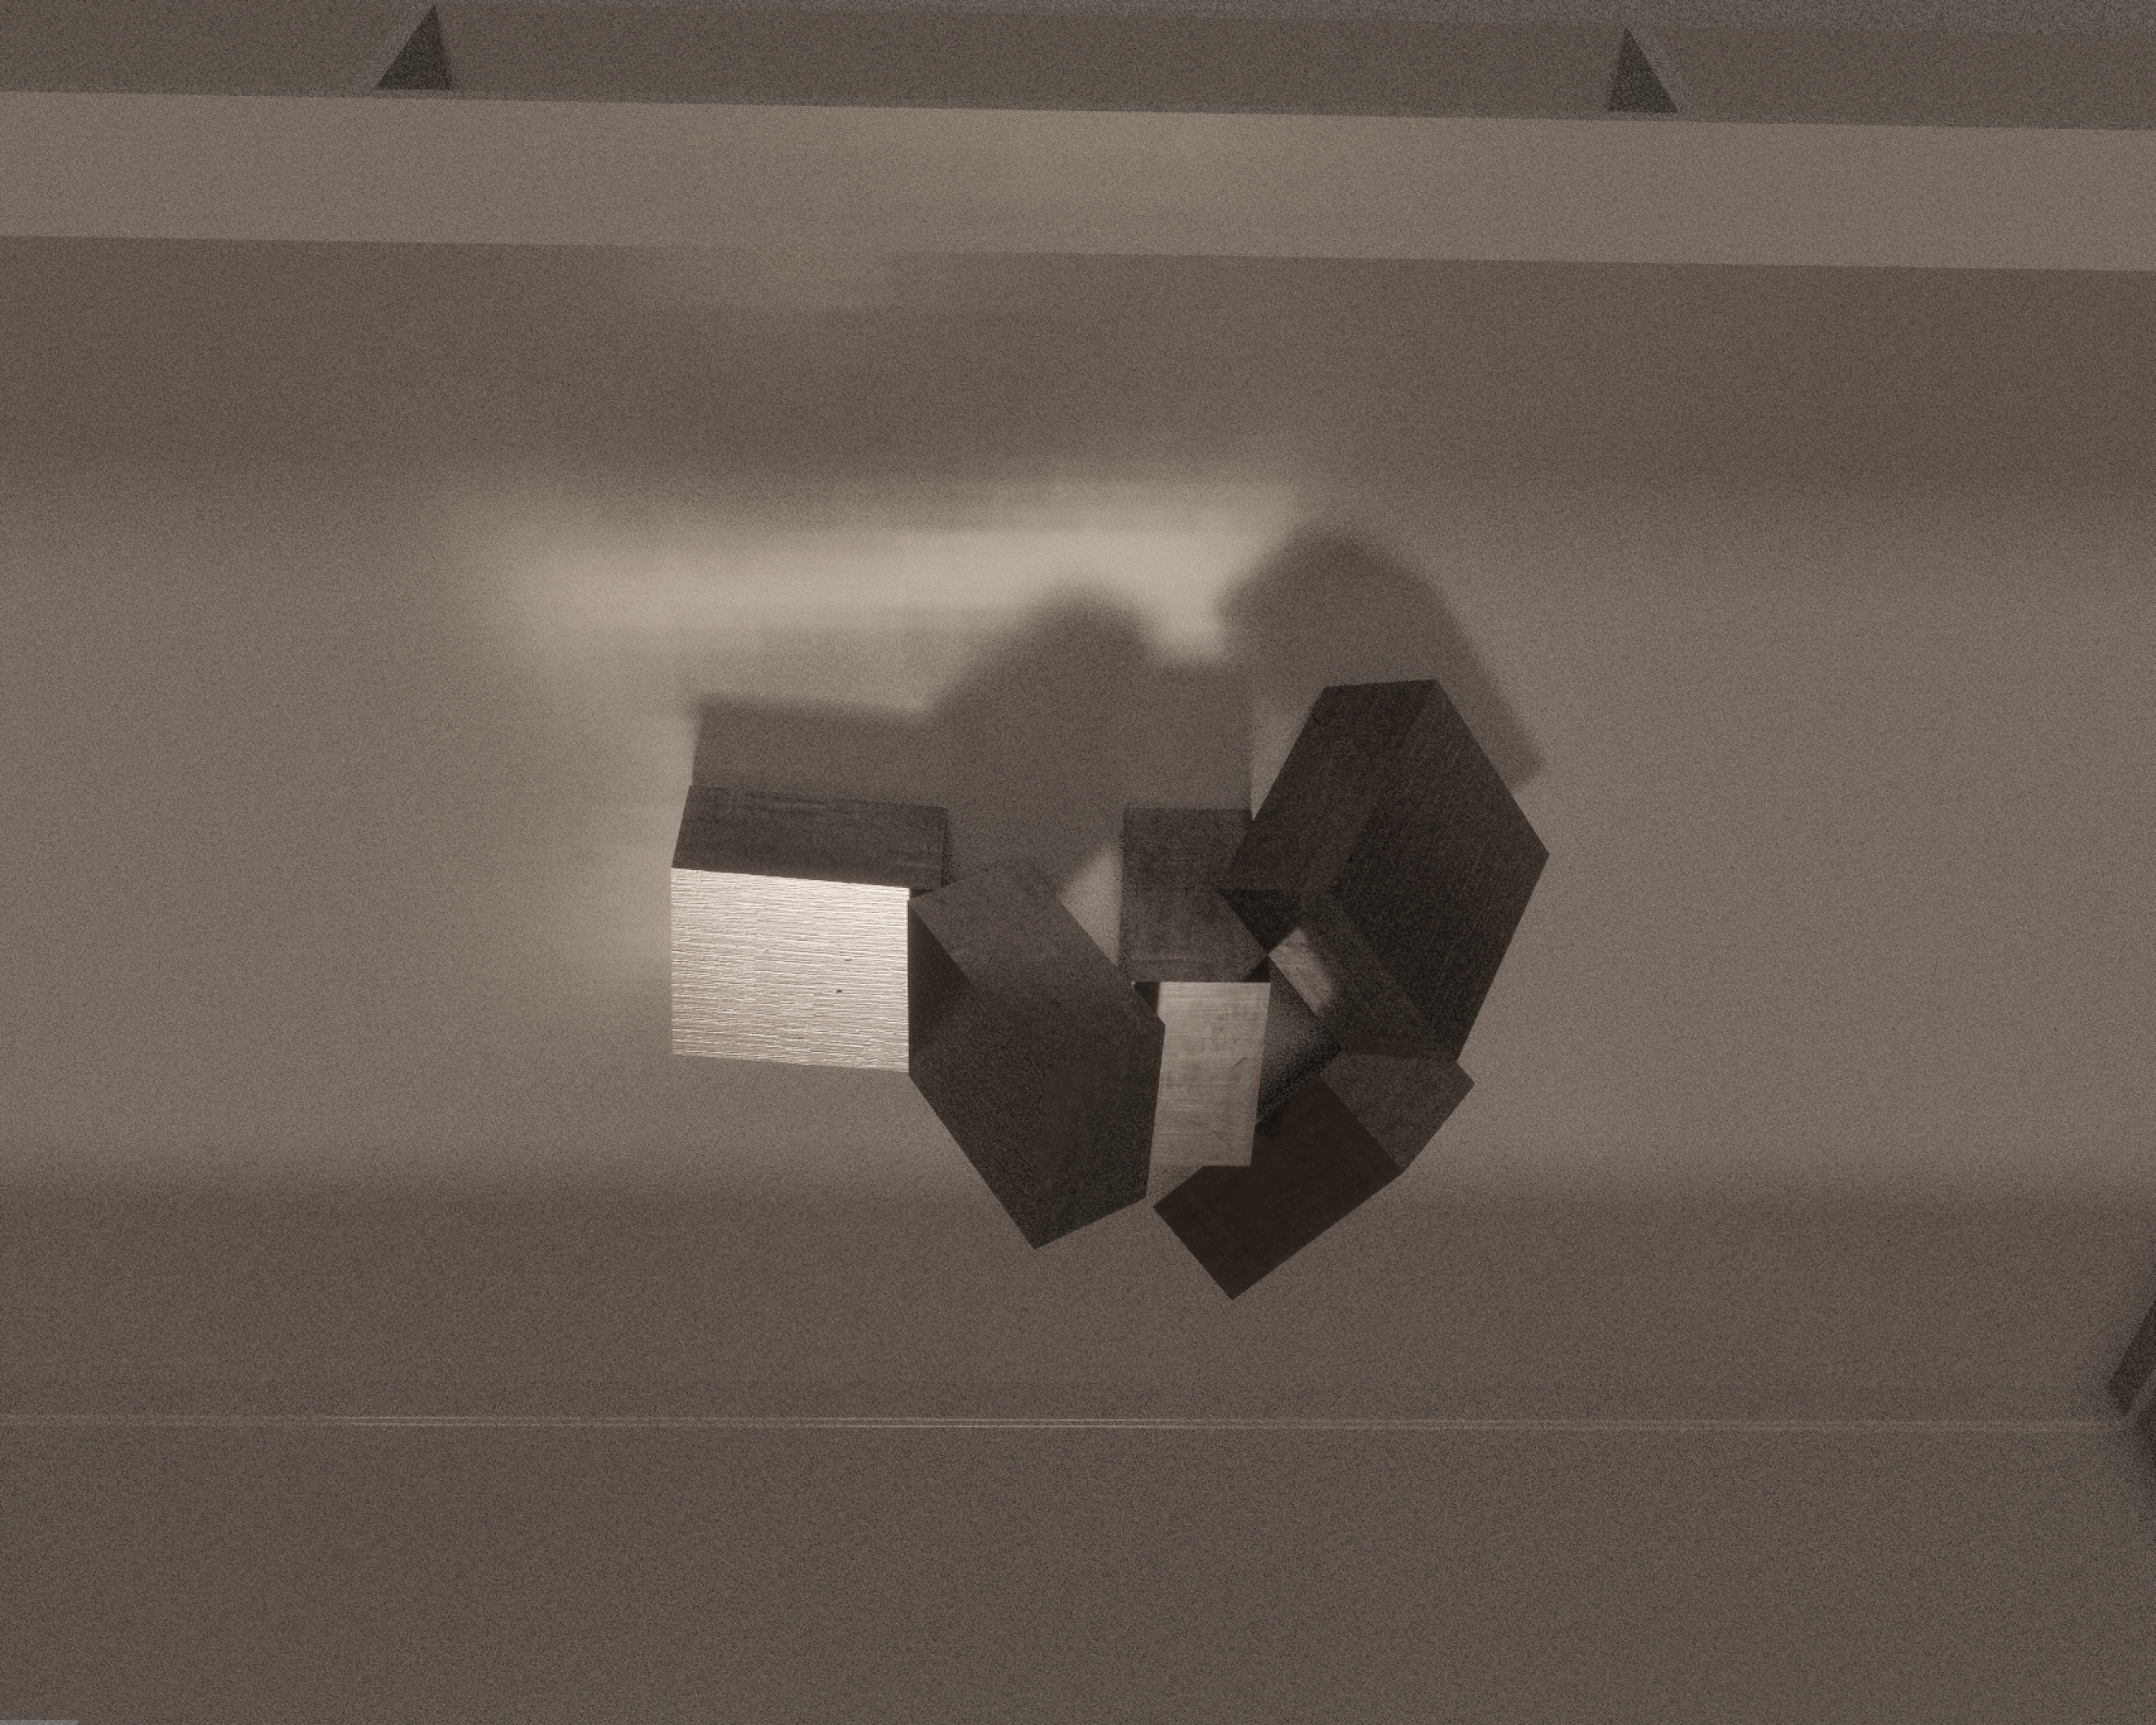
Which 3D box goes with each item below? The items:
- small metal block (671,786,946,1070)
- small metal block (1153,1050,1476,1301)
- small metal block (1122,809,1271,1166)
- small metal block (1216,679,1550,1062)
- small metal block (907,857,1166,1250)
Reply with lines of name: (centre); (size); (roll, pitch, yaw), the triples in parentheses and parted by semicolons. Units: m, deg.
small metal block: (-0.054, 0.014, 0.417); (0.050, 0.025, 0.050); (5, 130, -5)
small metal block: (0.050, 0.059, 0.439); (0.025, 0.050, 0.050); (50, 120, 6)
small metal block: (0.022, 0.024, 0.412); (0.025, 0.050, 0.050); (1, 130, -1)
small metal block: (0.058, 0.002, 0.389); (0.025, 0.050, 0.050); (0, 140, 44)
small metal block: (-0.009, 0.036, 0.397); (0.025, 0.050, 0.050); (-21, 138, -24)
